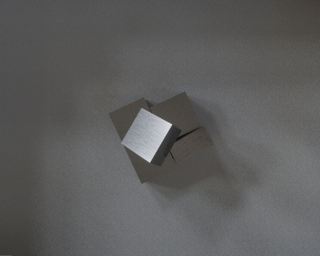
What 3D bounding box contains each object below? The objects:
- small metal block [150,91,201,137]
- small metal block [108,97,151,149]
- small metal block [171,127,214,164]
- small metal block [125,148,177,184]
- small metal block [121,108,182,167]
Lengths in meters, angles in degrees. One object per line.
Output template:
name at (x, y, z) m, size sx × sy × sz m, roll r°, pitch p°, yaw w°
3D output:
small metal block at (0.020, -0.014, 0.410) m, size 0.050 × 0.025 × 0.050 m, roll -25°, pitch 90°, yaw -1°
small metal block at (-0.033, -0.007, 0.409) m, size 0.050 × 0.025 × 0.050 m, roll -25°, pitch 90°, yaw -1°
small metal block at (0.037, 0.021, 0.398) m, size 0.050 × 0.050 × 0.025 m, roll -28°, pitch 90°, yaw -1°
small metal block at (-0.011, 0.039, 0.410) m, size 0.050 × 0.025 × 0.050 m, roll -25°, pitch 90°, yaw -1°
small metal block at (-0.011, 0.011, 0.372) m, size 0.050 × 0.025 × 0.050 m, roll 30°, pitch 90°, yaw 34°
